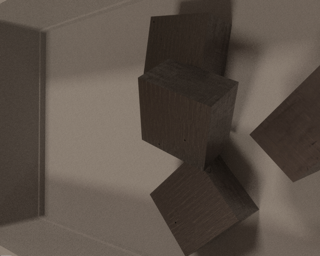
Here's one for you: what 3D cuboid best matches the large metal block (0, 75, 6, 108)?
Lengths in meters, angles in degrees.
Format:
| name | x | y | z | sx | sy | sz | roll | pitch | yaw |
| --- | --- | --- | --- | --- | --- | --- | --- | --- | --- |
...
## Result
| name | x | y | z | sx | sy | sz | roll | pitch | yaw |
| --- | --- | --- | --- | --- | --- | --- | --- | --- | --- |
| large metal block | -0.414 | -0.093 | 0.729 | 0.080 | 0.050 | 0.079 | 29 | 108 | 36 |

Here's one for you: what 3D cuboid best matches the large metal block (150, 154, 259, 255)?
| name | x | y | z | sx | sy | sz | roll | pitch | yaw |
| --- | --- | --- | --- | --- | --- | --- | --- | --- | --- |
| large metal block | 0.048 | 0.083 | 0.350 | 0.080 | 0.050 | 0.080 | -48 | 62 | 29 |

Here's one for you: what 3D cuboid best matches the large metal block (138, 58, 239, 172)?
| name | x | y | z | sx | sy | sz | roll | pitch | yaw |
| --- | --- | --- | --- | --- | --- | --- | --- | --- | --- |
| large metal block | 0.027 | -0.015 | 0.317 | 0.080 | 0.050 | 0.079 | 26 | 137 | 28 |

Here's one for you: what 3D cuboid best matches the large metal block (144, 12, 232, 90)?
| name | x | y | z | sx | sy | sz | roll | pitch | yaw |
| --- | --- | --- | --- | --- | --- | --- | --- | --- | --- |
| large metal block | 0.031 | -0.086 | 0.364 | 0.080 | 0.050 | 0.079 | 13 | 98 | 39 |

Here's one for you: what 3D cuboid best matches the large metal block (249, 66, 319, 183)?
| name | x | y | z | sx | sy | sz | roll | pitch | yaw |
| --- | --- | --- | --- | --- | --- | --- | --- | --- | --- |
| large metal block | 0.136 | -0.004 | 0.259 | 0.080 | 0.081 | 0.050 | -51 | 60 | 27 |
